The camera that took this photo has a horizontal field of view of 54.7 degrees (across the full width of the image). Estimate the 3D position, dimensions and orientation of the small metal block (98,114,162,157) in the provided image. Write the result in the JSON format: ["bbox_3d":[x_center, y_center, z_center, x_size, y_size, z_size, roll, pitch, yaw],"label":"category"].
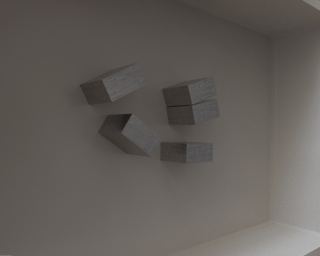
[{"bbox_3d":[-0.035,0.009,0.361,0.050,0.050,0.025,42,65,-32],"label":"small metal block"}]

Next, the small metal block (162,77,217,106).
[{"bbox_3d":[0.040,-0.050,0.424,0.050,0.050,0.025,-24,105,-38],"label":"small metal block"}]

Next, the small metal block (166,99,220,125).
[{"bbox_3d":[0.045,-0.022,0.428,0.050,0.050,0.025,-17,101,-39],"label":"small metal block"}]

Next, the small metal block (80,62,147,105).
[{"bbox_3d":[-0.052,-0.049,0.346,0.050,0.050,0.025,-34,112,-35],"label":"small metal block"}]

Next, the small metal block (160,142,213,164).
[{"bbox_3d":[0.036,0.032,0.420,0.050,0.050,0.025,1,90,-40],"label":"small metal block"}]
